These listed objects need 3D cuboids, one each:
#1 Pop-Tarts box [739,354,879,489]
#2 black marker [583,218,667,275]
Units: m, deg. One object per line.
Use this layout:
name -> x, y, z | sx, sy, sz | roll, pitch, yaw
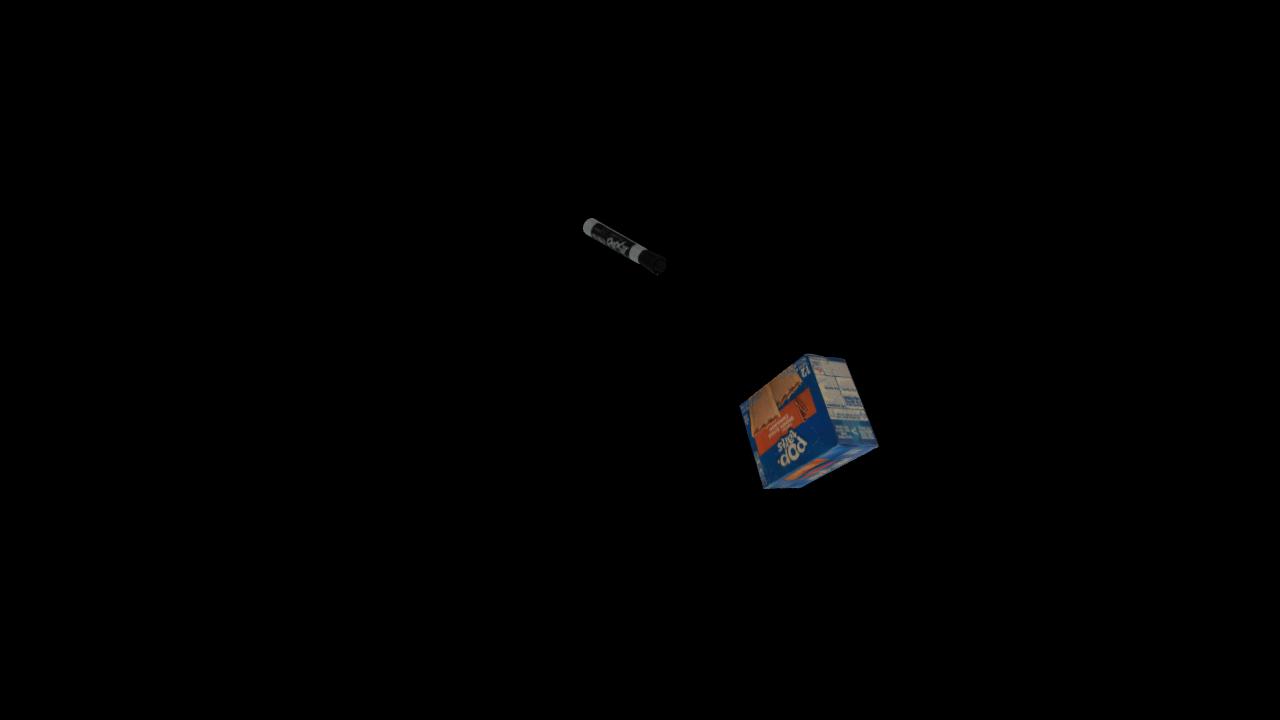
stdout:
Pop-Tarts box -> 0.239, 0.094, 0.900 | 0.083, 0.141, 0.167 | 4, -31, -28
black marker -> -0.016, -0.115, 0.616 | 0.020, 0.020, 0.121 | 0, 27, -44
